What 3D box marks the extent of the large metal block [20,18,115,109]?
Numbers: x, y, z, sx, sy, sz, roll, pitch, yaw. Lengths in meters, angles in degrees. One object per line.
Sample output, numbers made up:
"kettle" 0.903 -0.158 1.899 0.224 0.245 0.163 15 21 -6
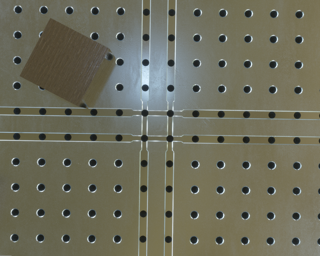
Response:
"large metal block" -0.116 -0.080 0.400 0.080 0.050 0.080 28 90 0
